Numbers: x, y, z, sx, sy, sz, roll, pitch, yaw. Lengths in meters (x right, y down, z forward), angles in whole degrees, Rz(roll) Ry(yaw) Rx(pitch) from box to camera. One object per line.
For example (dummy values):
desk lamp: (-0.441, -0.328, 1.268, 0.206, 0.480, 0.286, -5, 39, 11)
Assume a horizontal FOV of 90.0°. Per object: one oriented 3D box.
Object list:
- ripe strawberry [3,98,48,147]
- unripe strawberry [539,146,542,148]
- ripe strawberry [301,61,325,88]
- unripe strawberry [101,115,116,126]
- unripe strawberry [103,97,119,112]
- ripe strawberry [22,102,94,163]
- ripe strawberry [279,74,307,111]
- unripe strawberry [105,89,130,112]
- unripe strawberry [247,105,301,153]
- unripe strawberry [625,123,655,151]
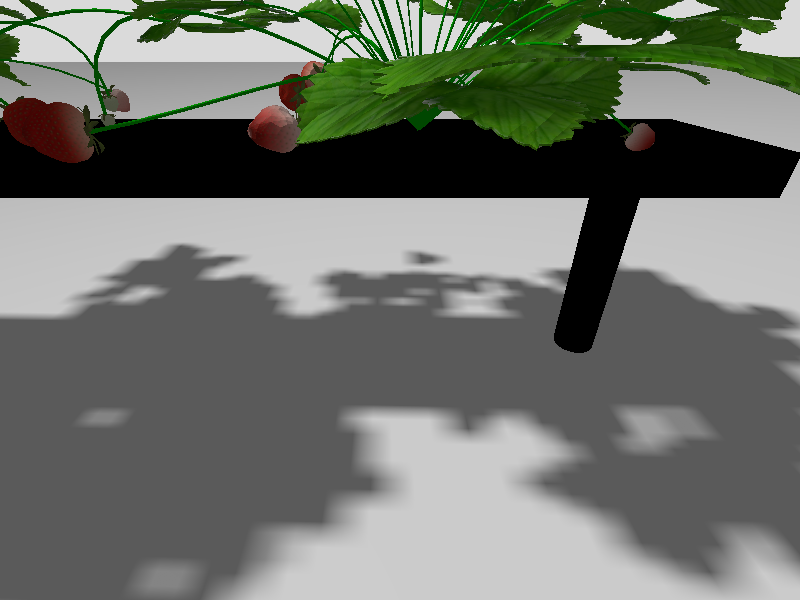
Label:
ripe strawberry: (-0.235, -0.113, 0.260, 0.032, 0.031, 0.029, 29, 37, 3)
unripe strawberry: (0.088, -0.103, 0.255, 0.012, 0.013, 0.013, -26, 40, -35)
ripe strawberry: (-0.108, -0.282, 0.518, 0.042, 0.044, 0.046, -15, 20, -23)
unripe strawberry: (-0.226, -0.138, 0.310, 0.010, 0.010, 0.009, -2, 32, -3)
unripe strawberry: (-0.238, -0.161, 0.330, 0.011, 0.011, 0.011, -2, 32, -4)
ripe strawberry: (-0.191, -0.093, 0.225, 0.030, 0.031, 0.027, -16, 36, -23)
ripe strawberry: (-0.113, -0.219, 0.421, 0.033, 0.034, 0.030, 26, 41, 36)
unripe strawberry: (-0.286, -0.202, 0.407, 0.024, 0.021, 0.022, 38, -9, 44)
unripe strawberry: (-0.077, -0.104, 0.245, 0.031, 0.026, 0.031, -27, 41, -35)
unripe strawberry: (0.151, -0.101, 0.251, 0.016, 0.016, 0.014, 35, 42, 13)
